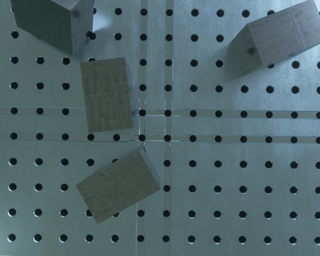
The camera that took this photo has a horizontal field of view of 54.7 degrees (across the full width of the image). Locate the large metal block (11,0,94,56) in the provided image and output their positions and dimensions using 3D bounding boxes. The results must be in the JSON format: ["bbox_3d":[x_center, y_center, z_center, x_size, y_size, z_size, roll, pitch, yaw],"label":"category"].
[{"bbox_3d":[-0.129,-0.147,0.377,0.080,0.080,0.050,29,62,-1],"label":"large metal block"}]

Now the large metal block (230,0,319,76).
[{"bbox_3d":[0.144,-0.109,0.388,0.080,0.080,0.050,-21,90,0],"label":"large metal block"}]

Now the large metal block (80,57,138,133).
[{"bbox_3d":[-0.060,-0.037,0.385,0.050,0.080,0.079,-7,90,0],"label":"large metal block"}]

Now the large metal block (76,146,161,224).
[{"bbox_3d":[-0.047,0.066,0.385,0.080,0.080,0.050,-29,90,0],"label":"large metal block"}]
